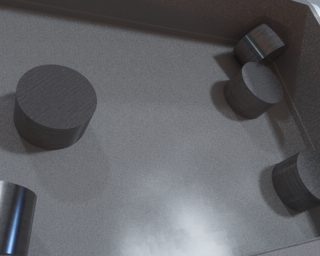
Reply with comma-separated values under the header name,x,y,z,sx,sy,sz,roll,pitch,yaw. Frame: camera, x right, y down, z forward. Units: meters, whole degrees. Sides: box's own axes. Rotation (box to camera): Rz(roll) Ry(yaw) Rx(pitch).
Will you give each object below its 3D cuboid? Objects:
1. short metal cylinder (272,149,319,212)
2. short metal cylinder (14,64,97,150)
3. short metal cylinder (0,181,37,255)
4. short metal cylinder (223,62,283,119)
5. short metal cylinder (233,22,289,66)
name,x,y,z,sx,sy,sz,roll,pitch,yaw
short metal cylinder,0.215,0.078,0.458,0.081,0.050,0.080,14,56,-21
short metal cylinder,-0.116,-0.022,0.341,0.081,0.050,0.080,14,56,-21
short metal cylinder,-0.145,0.077,0.245,0.081,0.080,0.050,11,57,-22
short metal cylinder,0.152,-0.061,0.509,0.081,0.050,0.080,14,56,-21
short metal cylinder,0.179,-0.140,0.552,0.081,0.080,0.050,-23,75,-36
